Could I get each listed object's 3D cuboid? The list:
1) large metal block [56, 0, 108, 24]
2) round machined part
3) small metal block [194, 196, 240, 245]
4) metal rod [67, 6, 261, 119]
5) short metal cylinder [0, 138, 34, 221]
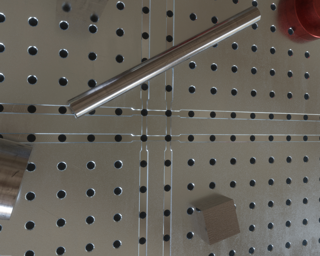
[{"bbox_3d":[-0.085,-0.175,0.351,0.050,0.080,0.080,8,87,-20],"label":"large metal block"},{"bbox_3d":[0.256,-0.194,0.497,0.099,0.042,0.097,0,90,-20],"label":"round machined part"},{"bbox_3d":[0.082,0.131,0.443,0.050,0.025,0.050,-14,95,-20],"label":"small metal block"},{"bbox_3d":[0.018,-0.096,0.418,0.302,0.025,0.025,-31,100,-17],"label":"metal rod"},{"bbox_3d":[-0.170,0.051,0.321,0.050,0.080,0.080,18,84,-19],"label":"short metal cylinder"}]
